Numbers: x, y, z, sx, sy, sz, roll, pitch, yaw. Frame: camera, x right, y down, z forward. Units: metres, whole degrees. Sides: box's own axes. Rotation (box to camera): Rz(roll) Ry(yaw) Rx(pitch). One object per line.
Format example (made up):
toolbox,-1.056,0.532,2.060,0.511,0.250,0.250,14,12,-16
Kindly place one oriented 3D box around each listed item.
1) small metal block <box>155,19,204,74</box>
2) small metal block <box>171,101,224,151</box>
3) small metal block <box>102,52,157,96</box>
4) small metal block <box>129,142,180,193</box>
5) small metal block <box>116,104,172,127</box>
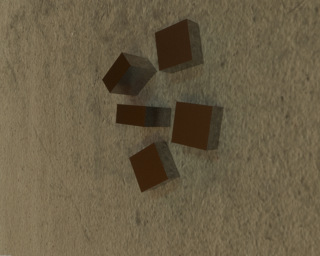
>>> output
small metal block,0.023,-0.100,0.384,0.050,0.025,0.050,-11,83,39
small metal block,0.044,-0.003,0.367,0.050,0.025,0.050,12,97,39
small metal block,-0.041,-0.071,0.421,0.050,0.050,0.025,-47,63,30
small metal block,-0.008,0.052,0.410,0.050,0.025,0.050,-33,70,34
small metal block,-0.021,-0.016,0.404,0.050,0.050,0.025,8,95,39
